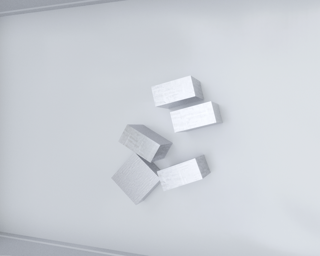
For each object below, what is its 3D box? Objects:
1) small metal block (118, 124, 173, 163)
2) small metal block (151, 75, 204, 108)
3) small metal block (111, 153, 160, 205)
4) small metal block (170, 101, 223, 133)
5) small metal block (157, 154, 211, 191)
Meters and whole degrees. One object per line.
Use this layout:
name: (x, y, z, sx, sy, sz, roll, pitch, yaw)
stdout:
small metal block: (-0.018, 0.019, 0.403, 0.050, 0.050, 0.025, 31, 100, 17)
small metal block: (0.023, -0.043, 0.388, 0.050, 0.050, 0.025, -14, 86, 19)
small metal block: (-0.029, 0.067, 0.420, 0.050, 0.025, 0.050, 45, 103, 14)
small metal block: (0.046, -0.013, 0.380, 0.050, 0.050, 0.025, -14, 85, 19)
small metal block: (0.031, 0.055, 0.386, 0.050, 0.050, 0.025, -22, 83, 18)
